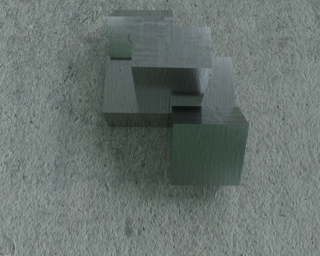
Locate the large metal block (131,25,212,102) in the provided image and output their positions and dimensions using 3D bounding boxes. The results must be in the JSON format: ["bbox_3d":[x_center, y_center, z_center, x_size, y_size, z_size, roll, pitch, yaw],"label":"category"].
[{"bbox_3d":[0.012,-0.070,0.353,0.081,0.080,0.050,1,70,0],"label":"large metal block"}]

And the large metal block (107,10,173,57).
[{"bbox_3d":[-0.024,-0.130,0.421,0.081,0.050,0.080,0,26,0],"label":"large metal block"}]

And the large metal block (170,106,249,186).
[{"bbox_3d":[0.054,0.021,0.367,0.081,0.079,0.050,1,26,-1],"label":"large metal block"}]

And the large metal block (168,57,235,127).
[{"bbox_3d":[0.052,-0.047,0.412,0.081,0.050,0.080,1,70,0],"label":"large metal block"}]

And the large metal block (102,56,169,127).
[{"bbox_3d":[-0.029,-0.047,0.411,0.081,0.050,0.080,1,70,0],"label":"large metal block"}]
